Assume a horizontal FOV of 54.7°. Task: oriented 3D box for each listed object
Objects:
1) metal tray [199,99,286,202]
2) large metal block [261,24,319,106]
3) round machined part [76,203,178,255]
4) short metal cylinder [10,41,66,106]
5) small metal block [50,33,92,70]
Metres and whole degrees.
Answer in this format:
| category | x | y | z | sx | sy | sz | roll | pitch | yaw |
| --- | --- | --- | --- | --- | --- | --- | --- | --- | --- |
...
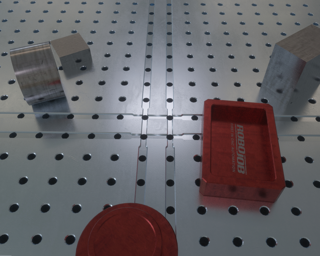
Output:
| category | x | y | z | sx | sy | sz | roll | pitch | yaw |
| --- | --- | --- | --- | --- | --- | --- | --- | --- | --- |
| metal tray | 0.098 | 0.022 | 0.386 | 0.091 | 0.030 | 0.130 | 5 | 50 | 4 |
| large metal block | 0.203 | -0.091 | 0.450 | 0.081 | 0.080 | 0.050 | -30 | 56 | -23 |
| round machined part | -0.032 | 0.117 | 0.298 | 0.099 | 0.042 | 0.098 | 0 | 50 | 0 |
| short metal cylinder | -0.169 | -0.076 | 0.435 | 0.050 | 0.080 | 0.080 | -17 | 52 | -14 |
| small metal block | -0.148 | -0.128 | 0.514 | 0.050 | 0.025 | 0.050 | -24 | 54 | -19 |
